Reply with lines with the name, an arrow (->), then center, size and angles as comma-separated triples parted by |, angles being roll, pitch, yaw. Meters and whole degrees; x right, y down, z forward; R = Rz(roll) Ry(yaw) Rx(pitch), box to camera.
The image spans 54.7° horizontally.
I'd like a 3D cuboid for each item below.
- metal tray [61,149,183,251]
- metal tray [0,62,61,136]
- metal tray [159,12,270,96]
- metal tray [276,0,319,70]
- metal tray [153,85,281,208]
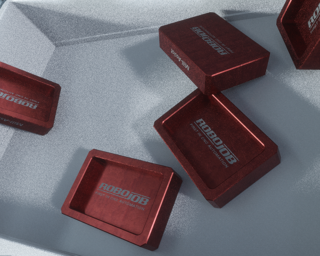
metal tray -> -0.048, 0.081, 0.376 | 0.130, 0.030, 0.090 | 10, 66, 32
metal tray -> -0.231, -0.050, 0.488 | 0.030, 0.131, 0.090 | -35, 45, 43
metal tray -> 0.066, -0.103, 0.407 | 0.091, 0.030, 0.130 | -21, 49, -16
metal tray -> 0.176, -0.137, 0.331 | 0.030, 0.129, 0.090 | -1, 57, -8
metal tray -> 0.061, 0.014, 0.360 | 0.090, 0.030, 0.130 | -38, 51, 2
